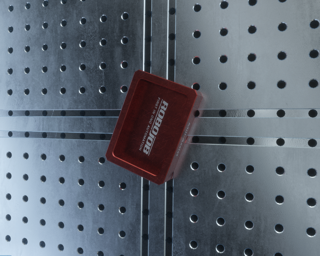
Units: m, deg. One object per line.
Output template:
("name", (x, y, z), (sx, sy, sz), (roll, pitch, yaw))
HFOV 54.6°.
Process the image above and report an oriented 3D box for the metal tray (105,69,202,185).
("metal tray", (-0.010, -0.002, 0.413), (0.090, 0.030, 0.129), (23, 98, 18))
